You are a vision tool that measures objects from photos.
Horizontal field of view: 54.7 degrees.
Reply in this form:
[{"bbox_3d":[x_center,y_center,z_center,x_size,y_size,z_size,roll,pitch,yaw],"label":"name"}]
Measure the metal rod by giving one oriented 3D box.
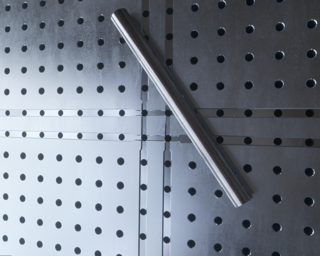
[{"bbox_3d":[0.022,-0.034,0.403,0.025,0.025,0.299,-36,79,16],"label":"metal rod"}]
